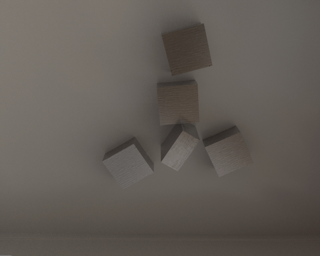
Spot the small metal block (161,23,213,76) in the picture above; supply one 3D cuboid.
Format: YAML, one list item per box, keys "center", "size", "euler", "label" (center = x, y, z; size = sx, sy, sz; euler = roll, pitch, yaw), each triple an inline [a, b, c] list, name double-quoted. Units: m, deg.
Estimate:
- center: [0.032, -0.096, 0.377]
  size: [0.050, 0.025, 0.050]
  euler: [-14, 110, 4]
  label: "small metal block"

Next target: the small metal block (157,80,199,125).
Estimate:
- center: [0.023, -0.033, 0.400]
  size: [0.050, 0.025, 0.050]
  euler: [-5, 110, 1]
  label: "small metal block"

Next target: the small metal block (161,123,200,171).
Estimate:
- center: [0.025, 0.020, 0.406]
  size: [0.025, 0.050, 0.050]
  euler: [30, 107, -11]
  label: "small metal block"

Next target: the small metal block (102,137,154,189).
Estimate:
- center: [-0.043, 0.048, 0.429]
  size: [0.050, 0.025, 0.050]
  euler: [-30, 108, 10]
  label: "small metal block"

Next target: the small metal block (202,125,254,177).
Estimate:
- center: [0.093, 0.032, 0.425]
  size: [0.050, 0.025, 0.050]
  euler: [-24, 109, 8]
  label: "small metal block"
